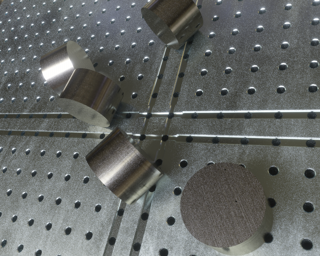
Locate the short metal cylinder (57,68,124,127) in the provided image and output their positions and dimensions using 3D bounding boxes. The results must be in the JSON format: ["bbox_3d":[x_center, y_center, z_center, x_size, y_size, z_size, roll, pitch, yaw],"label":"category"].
[{"bbox_3d":[-0.100,-0.042,0.449,0.080,0.080,0.050,10,67,32],"label":"short metal cylinder"}]

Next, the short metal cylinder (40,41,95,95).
[{"bbox_3d":[-0.147,-0.094,0.506,0.050,0.080,0.080,-24,53,14],"label":"short metal cylinder"}]

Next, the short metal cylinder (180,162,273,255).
[{"bbox_3d":[0.067,0.081,0.307,0.080,0.050,0.080,-13,57,20],"label":"short metal cylinder"}]

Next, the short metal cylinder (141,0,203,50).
[{"bbox_3d":[0.018,-0.165,0.463,0.050,0.080,0.080,-45,51,-3],"label":"short metal cylinder"}]

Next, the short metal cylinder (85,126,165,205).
[{"bbox_3d":[-0.041,0.044,0.366,0.050,0.080,0.080,-44,51,-2],"label":"short metal cylinder"}]
